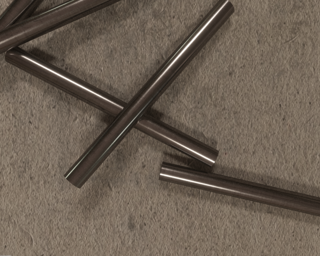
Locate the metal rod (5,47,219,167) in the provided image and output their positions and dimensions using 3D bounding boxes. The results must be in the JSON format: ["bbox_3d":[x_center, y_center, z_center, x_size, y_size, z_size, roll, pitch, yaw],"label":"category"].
[{"bbox_3d":[-0.062,-0.028,0.409,0.301,0.025,0.025,27,90,-1],"label":"metal rod"}]

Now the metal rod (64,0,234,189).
[{"bbox_3d":[-0.008,-0.049,0.389,0.025,0.025,0.300,41,82,0],"label":"metal rod"}]

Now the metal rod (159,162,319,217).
[{"bbox_3d":[0.148,0.090,0.412,0.302,0.025,0.025,13,90,-1],"label":"metal rod"}]

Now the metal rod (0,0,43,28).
[{"bbox_3d":[-0.185,-0.154,0.407,0.025,0.025,0.300,41,90,-1],"label":"metal rod"}]

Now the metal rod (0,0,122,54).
[{"bbox_3d":[-0.111,-0.150,0.395,0.301,0.025,0.025,-26,90,-6],"label":"metal rod"}]
